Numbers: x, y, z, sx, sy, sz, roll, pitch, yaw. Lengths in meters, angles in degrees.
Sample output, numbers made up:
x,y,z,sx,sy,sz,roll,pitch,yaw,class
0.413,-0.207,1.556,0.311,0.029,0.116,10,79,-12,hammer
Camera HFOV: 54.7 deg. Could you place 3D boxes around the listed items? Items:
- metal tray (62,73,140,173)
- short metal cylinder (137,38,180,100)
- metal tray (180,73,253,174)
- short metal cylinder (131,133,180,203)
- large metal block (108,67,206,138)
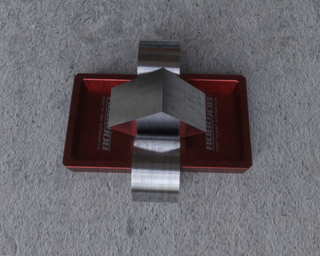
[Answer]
x,y,z,sx,sy,sz,roll,pitch,yaw,class
-0.072,-0.008,0.409,0.091,0.030,0.130,2,70,0,metal tray
-0.001,-0.076,0.408,0.050,0.080,0.080,2,70,1,short metal cylinder
0.069,-0.007,0.410,0.091,0.030,0.130,2,70,0,metal tray
-0.004,0.047,0.363,0.050,0.080,0.080,2,70,1,short metal cylinder
-0.002,-0.021,0.366,0.080,0.080,0.050,-14,65,38,large metal block
